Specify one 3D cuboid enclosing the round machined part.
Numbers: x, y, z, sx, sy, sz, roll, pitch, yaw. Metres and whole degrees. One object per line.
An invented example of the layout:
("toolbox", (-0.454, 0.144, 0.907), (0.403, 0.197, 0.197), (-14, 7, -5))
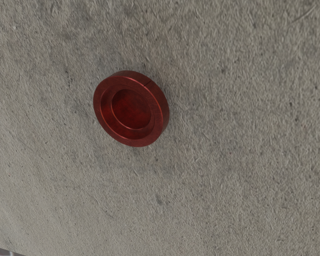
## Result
("round machined part", (-0.032, -0.028, 0.396), (0.098, 0.042, 0.097), (13, 124, 21))
